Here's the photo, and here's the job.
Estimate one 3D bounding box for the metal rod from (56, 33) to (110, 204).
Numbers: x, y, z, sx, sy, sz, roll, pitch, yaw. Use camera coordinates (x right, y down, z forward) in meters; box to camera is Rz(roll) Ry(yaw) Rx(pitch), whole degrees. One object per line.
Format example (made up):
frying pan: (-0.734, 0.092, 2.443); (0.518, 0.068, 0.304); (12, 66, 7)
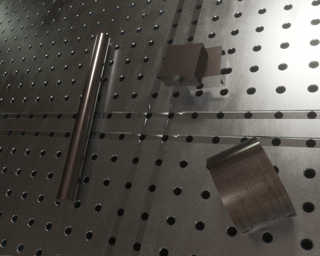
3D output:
metal rod: (-0.114, -0.032, 0.485); (0.025, 0.025, 0.299); (-9, 58, 23)

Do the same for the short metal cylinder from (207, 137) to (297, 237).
short metal cylinder: (0.085, 0.055, 0.294); (0.050, 0.080, 0.080); (-27, 53, 11)

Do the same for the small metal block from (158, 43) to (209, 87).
small metal block: (0.032, -0.083, 0.410); (0.050, 0.025, 0.050); (3, 63, 29)

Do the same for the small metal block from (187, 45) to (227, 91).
small metal block: (0.063, -0.082, 0.425); (0.050, 0.025, 0.050); (-4, 60, 26)
